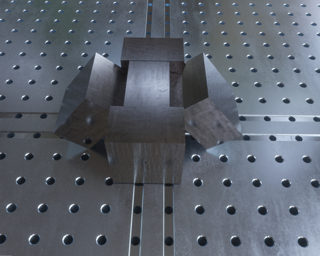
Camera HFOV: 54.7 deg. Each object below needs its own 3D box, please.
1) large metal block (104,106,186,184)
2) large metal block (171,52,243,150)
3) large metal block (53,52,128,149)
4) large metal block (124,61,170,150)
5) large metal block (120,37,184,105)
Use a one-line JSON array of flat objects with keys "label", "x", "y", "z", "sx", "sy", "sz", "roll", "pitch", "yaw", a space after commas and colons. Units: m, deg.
[{"label": "large metal block", "x": -0.015, "y": 0.021, "z": 0.353, "sx": 0.081, "sy": 0.080, "sz": 0.050, "roll": 1, "pitch": 50, "yaw": 0}, {"label": "large metal block", "x": 0.057, "y": -0.033, "z": 0.389, "sx": 0.050, "sy": 0.080, "sz": 0.080, "roll": -26, "pitch": 43, "yaw": 28}, {"label": "large metal block", "x": -0.085, "y": -0.033, "z": 0.390, "sx": 0.050, "sy": 0.080, "sz": 0.080, "roll": 28, "pitch": 43, "yaw": -29}, {"label": "large metal block", "x": -0.014, "y": -0.028, "z": 0.394, "sx": 0.050, "sy": 0.080, "sz": 0.080, "roll": 1, "pitch": 50, "yaw": 0}, {"label": "large metal block", "x": -0.009, "y": -0.079, "z": 0.436, "sx": 0.081, "sy": 0.080, "sz": 0.050, "roll": 1, "pitch": 50, "yaw": 0}]
